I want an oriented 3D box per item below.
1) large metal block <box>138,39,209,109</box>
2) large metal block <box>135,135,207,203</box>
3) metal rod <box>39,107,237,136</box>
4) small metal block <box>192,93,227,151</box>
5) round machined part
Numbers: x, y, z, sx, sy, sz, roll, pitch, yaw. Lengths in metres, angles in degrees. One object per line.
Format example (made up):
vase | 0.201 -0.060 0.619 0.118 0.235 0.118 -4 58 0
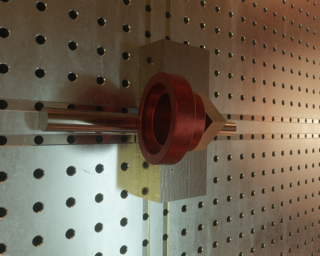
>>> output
large metal block | 0.019 -0.065 0.409 0.081 0.050 0.080 1 90 -40
large metal block | 0.016 0.049 0.406 0.081 0.050 0.080 2 89 -40
metal rod | -0.001 -0.004 0.408 0.302 0.025 0.025 2 89 -40
small metal block | 0.045 -0.007 0.373 0.025 0.050 0.050 1 46 -40
round machined part | 0.013 -0.009 0.335 0.042 0.098 0.097 5 87 -26
